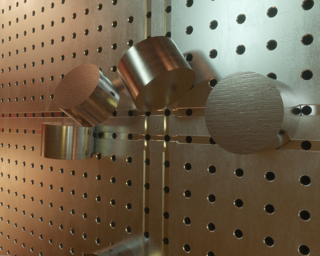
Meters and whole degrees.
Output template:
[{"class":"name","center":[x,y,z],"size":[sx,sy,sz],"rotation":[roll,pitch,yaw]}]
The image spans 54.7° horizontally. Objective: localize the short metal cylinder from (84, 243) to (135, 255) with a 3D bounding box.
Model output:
[{"class":"short metal cylinder","center":[-0.074,0.216,0.452],"size":[0.080,0.050,0.079],"rotation":[0,90,39]}]

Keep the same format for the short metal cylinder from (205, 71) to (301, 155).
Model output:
[{"class":"short metal cylinder","center":[0.093,-0.014,0.315],"size":[0.080,0.050,0.079],"rotation":[0,90,39]}]

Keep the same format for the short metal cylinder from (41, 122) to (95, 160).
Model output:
[{"class":"short metal cylinder","center":[-0.146,0.019,0.491],"size":[0.080,0.081,0.050],"rotation":[7,95,39]}]

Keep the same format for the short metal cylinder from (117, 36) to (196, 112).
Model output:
[{"class":"short metal cylinder","center":[-0.004,-0.064,0.375],"size":[0.080,0.081,0.050],"rotation":[-43,64,31]}]

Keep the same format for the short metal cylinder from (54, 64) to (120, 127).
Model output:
[{"class":"short metal cylinder","center":[-0.108,-0.048,0.457],"size":[0.080,0.050,0.080],"rotation":[-15,54,22]}]
